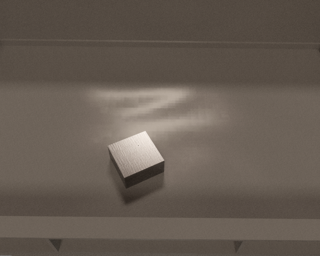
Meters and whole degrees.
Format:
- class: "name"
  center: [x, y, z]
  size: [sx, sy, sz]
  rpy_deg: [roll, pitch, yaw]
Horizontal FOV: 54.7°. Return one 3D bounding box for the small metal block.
- class: "small metal block"
  center: [-0.029, 0.037, 0.373]
  size: [0.050, 0.025, 0.050]
  rpy_deg: [-22, 54, -18]
